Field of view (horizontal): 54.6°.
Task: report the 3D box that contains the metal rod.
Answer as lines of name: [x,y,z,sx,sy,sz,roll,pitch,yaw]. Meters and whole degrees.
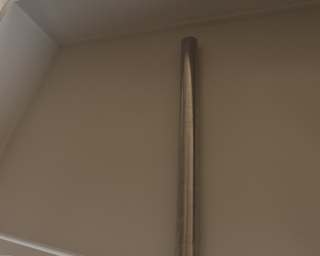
metal rod: [0.036,0.003,0.386,0.025,0.025,0.300,-10,57,23]
